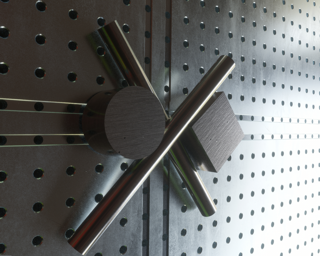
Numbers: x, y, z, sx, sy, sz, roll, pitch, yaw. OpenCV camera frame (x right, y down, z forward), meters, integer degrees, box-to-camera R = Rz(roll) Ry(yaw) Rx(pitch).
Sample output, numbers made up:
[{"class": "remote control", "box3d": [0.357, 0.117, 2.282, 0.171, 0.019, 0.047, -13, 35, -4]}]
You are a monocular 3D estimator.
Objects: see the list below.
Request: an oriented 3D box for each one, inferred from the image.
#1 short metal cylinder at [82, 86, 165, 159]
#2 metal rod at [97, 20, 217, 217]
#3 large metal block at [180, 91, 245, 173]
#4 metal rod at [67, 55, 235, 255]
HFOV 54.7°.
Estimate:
[{"class": "short metal cylinder", "box3d": [-0.041, -0.006, 0.354, 0.081, 0.050, 0.079, 0, 90, -40]}, {"class": "metal rod", "box3d": [0.007, 0.003, 0.409, 0.025, 0.025, 0.299, -43, 116, -31]}, {"class": "large metal block", "box3d": [0.067, 0.005, 0.443, 0.080, 0.050, 0.080, -46, 118, -30]}, {"class": "metal rod", "box3d": [0.002, 0.019, 0.379, 0.301, 0.025, 0.025, -50, 120, -18]}]
